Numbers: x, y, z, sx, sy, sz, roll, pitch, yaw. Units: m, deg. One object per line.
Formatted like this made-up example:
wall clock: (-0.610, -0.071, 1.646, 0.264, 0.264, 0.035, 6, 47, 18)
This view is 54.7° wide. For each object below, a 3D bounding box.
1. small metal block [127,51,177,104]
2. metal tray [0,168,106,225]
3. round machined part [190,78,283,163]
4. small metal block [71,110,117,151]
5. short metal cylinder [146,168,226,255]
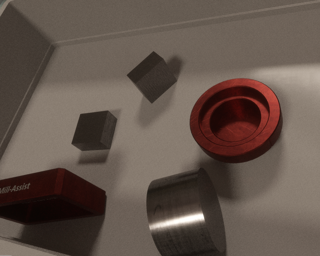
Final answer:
small metal block: (-0.010, -0.070, 0.437, 0.050, 0.050, 0.025, -42, 51, -1)
metal tray: (-0.146, 0.089, 0.383, 0.130, 0.090, 0.030, -13, 57, 20)
round machined part: (0.087, -0.005, 0.351, 0.098, 0.042, 0.098, -13, 56, 20)
small metal block: (-0.095, 0.005, 0.451, 0.050, 0.025, 0.050, -5, 59, 25)
short metal cylinder: (0.027, 0.084, 0.304, 0.050, 0.080, 0.080, -18, 55, 18)
